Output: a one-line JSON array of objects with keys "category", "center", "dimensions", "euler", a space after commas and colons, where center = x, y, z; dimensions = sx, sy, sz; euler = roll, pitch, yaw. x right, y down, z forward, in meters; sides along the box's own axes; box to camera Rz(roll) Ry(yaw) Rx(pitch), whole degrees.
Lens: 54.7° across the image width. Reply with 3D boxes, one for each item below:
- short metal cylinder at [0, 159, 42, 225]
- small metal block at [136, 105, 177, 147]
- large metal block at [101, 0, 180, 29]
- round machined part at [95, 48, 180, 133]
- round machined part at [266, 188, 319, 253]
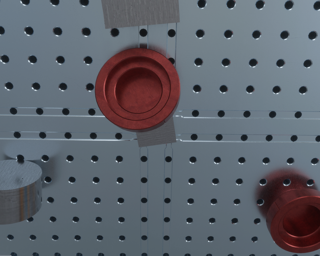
[{"category": "short metal cylinder", "center": [-0.200, 0.082, 0.413], "dimensions": [0.081, 0.080, 0.050], "euler": [7, 110, -3]}, {"category": "small metal block", "center": [-0.007, -0.005, 0.411], "dimensions": [0.050, 0.025, 0.050], "euler": [-8, 110, 3]}, {"category": "large metal block", "center": [-0.022, -0.156, 0.342], "dimensions": [0.080, 0.050, 0.079], "euler": [-5, 110, 1]}, {"category": "round machined part", "center": [-0.024, -0.043, 0.374], "dimensions": [0.099, 0.042, 0.098], "euler": [-1, 81, 4]}, {"category": "round machined part", "center": [0.204, 0.130, 0.454], "dimensions": [0.099, 0.042, 0.097], "euler": [0, 110, 0]}]
